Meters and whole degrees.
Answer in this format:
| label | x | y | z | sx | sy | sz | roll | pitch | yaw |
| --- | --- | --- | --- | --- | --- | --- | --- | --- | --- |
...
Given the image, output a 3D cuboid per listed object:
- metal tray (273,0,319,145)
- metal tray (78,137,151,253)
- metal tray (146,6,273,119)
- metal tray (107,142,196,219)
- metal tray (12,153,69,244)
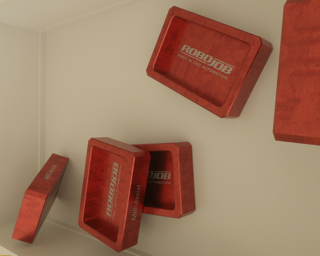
| label | x | y | z | sx | sy | sz | roll | pitch | yaw |
| --- | --- | --- | --- | --- | --- | --- | --- | --- | --- |
| metal tray | 0.127 | -0.035 | 0.233 | 0.030 | 0.131 | 0.089 | 6 | 94 | 39 |
| metal tray | -0.064 | 0.084 | 0.413 | 0.090 | 0.030 | 0.129 | 15 | 99 | 38 |
| metal tray | 0.050 | -0.078 | 0.360 | 0.130 | 0.030 | 0.089 | 35 | 111 | 34 |
| metal tray | -0.017 | 0.066 | 0.415 | 0.130 | 0.030 | 0.089 | -5 | 87 | 39 |
| metal tray | -0.189 | 0.108 | 0.502 | 0.030 | 0.130 | 0.089 | 20 | 108 | -9 |
